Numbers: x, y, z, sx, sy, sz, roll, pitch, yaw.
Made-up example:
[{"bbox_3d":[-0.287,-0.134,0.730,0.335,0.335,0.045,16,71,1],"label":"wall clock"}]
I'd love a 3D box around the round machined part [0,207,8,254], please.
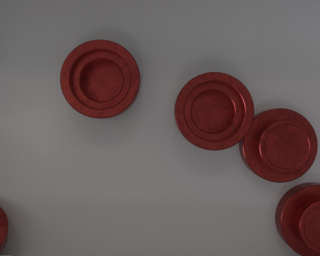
[{"bbox_3d":[-0.243,0.138,0.383,0.098,0.098,0.042,22,126,0],"label":"round machined part"}]

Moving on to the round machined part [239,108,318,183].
[{"bbox_3d":[0.158,0.023,0.404,0.099,0.042,0.097,0,90,0],"label":"round machined part"}]

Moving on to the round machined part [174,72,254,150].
[{"bbox_3d":[0.068,-0.021,0.403,0.099,0.042,0.097,0,90,0],"label":"round machined part"}]

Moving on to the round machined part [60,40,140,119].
[{"bbox_3d":[-0.074,-0.061,0.402,0.099,0.042,0.097,0,90,0],"label":"round machined part"}]

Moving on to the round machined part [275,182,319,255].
[{"bbox_3d":[0.207,0.123,0.404,0.099,0.042,0.097,0,90,0],"label":"round machined part"}]
